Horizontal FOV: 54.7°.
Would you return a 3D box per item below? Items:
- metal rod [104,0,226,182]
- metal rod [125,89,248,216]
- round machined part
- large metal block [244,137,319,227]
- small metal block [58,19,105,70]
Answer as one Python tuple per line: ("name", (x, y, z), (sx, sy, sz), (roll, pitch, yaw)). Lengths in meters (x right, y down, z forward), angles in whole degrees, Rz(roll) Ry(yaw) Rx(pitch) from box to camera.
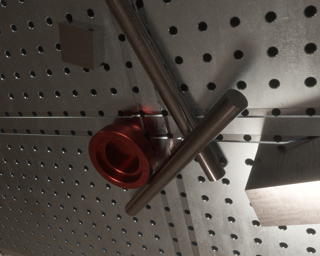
("metal rod", (0.001, -0.061, 0.371), (0.025, 0.025, 0.299), (-20, 108, 35))
("metal rod", (0.014, 0.054, 0.410), (0.025, 0.025, 0.298), (38, 137, 2))
("round machined part", (-0.050, 0.037, 0.448), (0.098, 0.042, 0.097), (13, 124, 20))
("large metal block", (0.146, 0.057, 0.333), (0.080, 0.080, 0.050), (-16, 110, 34))
("small metal block", (-0.099, -0.107, 0.395), (0.050, 0.025, 0.050), (18, 126, 17))
